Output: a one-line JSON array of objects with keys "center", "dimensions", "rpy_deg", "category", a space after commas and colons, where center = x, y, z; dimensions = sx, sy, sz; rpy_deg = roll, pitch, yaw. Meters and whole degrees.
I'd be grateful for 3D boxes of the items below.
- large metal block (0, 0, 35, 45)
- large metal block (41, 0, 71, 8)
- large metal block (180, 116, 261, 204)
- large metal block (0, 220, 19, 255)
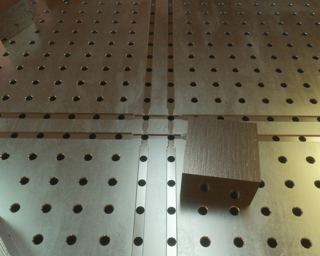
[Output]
[{"center": [-0.294, -0.204, 0.562], "dimensions": [0.080, 0.050, 0.080], "rpy_deg": [22, 53, 17], "category": "large metal block"}, {"center": [-0.218, -0.302, 0.645], "dimensions": [0.080, 0.050, 0.080], "rpy_deg": [-29, 56, -22], "category": "large metal block"}, {"center": [0.069, 0.036, 0.361], "dimensions": [0.080, 0.050, 0.080], "rpy_deg": [6, 50, 5], "category": "large metal block"}, {"center": [-0.185, 0.123, 0.288], "dimensions": [0.080, 0.050, 0.080], "rpy_deg": [-33, 57, -25], "category": "large metal block"}]
